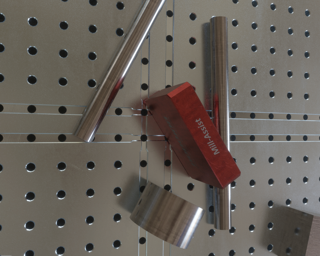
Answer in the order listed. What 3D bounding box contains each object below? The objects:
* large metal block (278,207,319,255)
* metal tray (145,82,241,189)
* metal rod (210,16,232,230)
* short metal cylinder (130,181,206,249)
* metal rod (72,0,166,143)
[{"bbox_3d":[0.245,0.178,0.490,0.081,0.050,0.080,16,85,-20],"label":"large metal block"},{"bbox_3d":[0.038,0.010,0.392,0.030,0.090,0.130,-35,101,-17],"label":"metal tray"},{"bbox_3d":[0.087,-0.006,0.444,0.025,0.025,0.298,-1,91,-20],"label":"metal rod"},{"bbox_3d":[0.010,0.107,0.387,0.080,0.080,0.050,31,80,-18],"label":"short metal cylinder"},{"bbox_3d":[-0.030,-0.119,0.401,0.025,0.025,0.299,29,80,-18],"label":"metal rod"}]
